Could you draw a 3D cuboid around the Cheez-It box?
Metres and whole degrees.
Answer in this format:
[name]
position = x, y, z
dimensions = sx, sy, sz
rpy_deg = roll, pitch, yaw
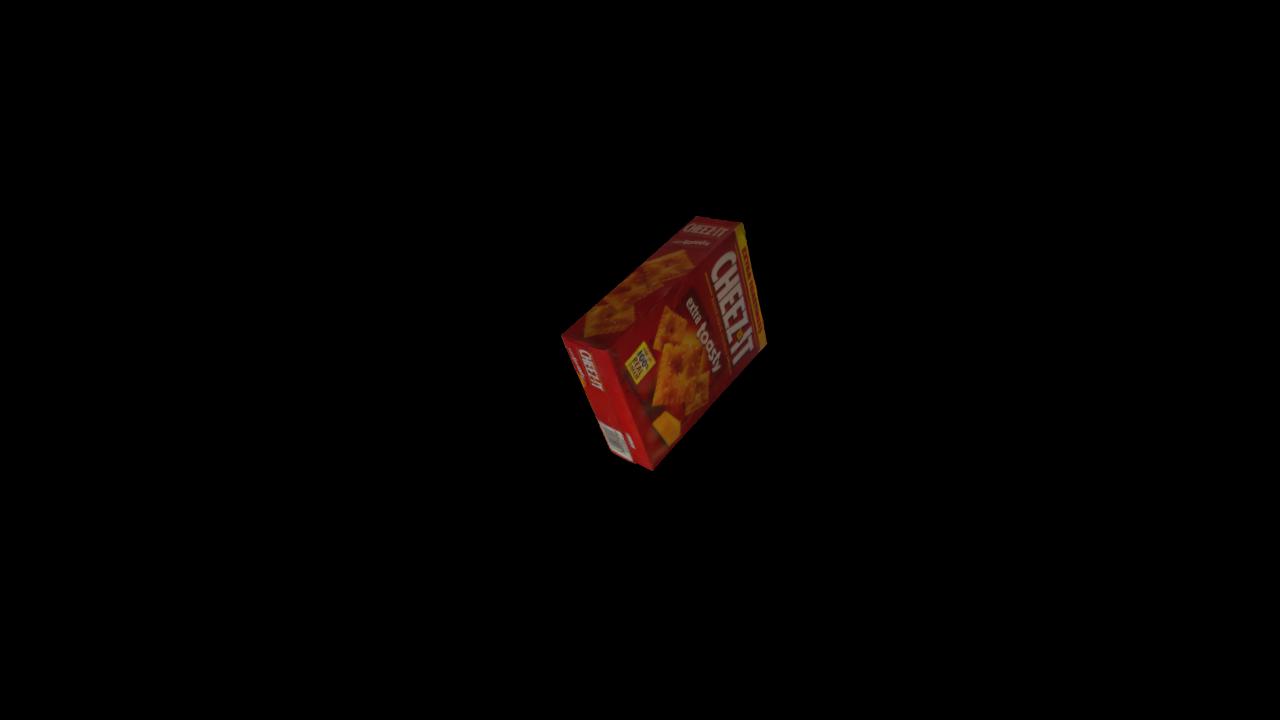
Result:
[Cheez-It box]
position = 0.038, -0.021, 0.640
dimensions = 0.071, 0.166, 0.223
rpy_deg = 19, 51, 39
